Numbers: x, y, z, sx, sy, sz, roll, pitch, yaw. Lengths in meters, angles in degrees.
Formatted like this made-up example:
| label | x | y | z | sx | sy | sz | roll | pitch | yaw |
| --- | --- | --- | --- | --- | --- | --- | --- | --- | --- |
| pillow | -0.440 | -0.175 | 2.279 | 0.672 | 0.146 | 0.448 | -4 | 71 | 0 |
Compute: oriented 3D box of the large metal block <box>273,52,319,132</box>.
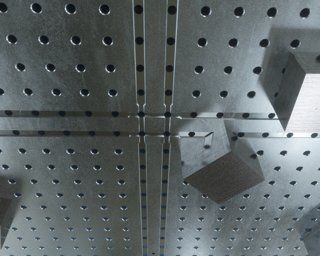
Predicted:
| label | x | y | z | sx | sy | sz | roll | pitch | yaw |
| --- | --- | --- | --- | --- | --- | --- | --- | --- | --- |
| large metal block | 0.190 | -0.041 | 0.363 | 0.081 | 0.050 | 0.079 | 0 | 130 | -1 |

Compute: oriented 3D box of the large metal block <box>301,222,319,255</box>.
| label | x | y | z | sx | sy | sz | roll | pitch | yaw |
| --- | --- | --- | --- | --- | --- | --- | --- | --- | --- |
| large metal block | 0.333 | 0.214 | 0.583 | 0.081 | 0.050 | 0.079 | 17 | 128 | -15 |

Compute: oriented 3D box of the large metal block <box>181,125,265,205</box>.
| label | x | y | z | sx | sy | sz | roll | pitch | yaw |
| --- | --- | --- | --- | --- | --- | --- | --- | --- | --- |
| large metal block | 0.088 | 0.055 | 0.444 | 0.080 | 0.050 | 0.080 | -36 | 122 | 26 |

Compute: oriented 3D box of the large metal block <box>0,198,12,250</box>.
| label | x | y | z | sx | sy | sz | roll | pitch | yaw |
| --- | --- | --- | --- | --- | --- | --- | --- | --- | --- |
| large metal block | -0.303 | 0.158 | 0.526 | 0.081 | 0.050 | 0.079 | 13 | 129 | -12 |
